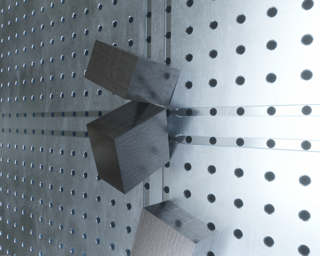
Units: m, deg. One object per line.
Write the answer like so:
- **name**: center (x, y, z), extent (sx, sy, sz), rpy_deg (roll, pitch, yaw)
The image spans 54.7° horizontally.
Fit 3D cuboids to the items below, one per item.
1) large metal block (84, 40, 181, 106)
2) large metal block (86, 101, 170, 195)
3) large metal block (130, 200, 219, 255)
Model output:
- **large metal block**: center (-0.035, -0.070, 0.399), extent (0.080, 0.081, 0.050), rpy_deg (30, 106, 36)
- **large metal block**: center (-0.036, 0.020, 0.383), extent (0.050, 0.081, 0.079), rpy_deg (24, 132, 37)
- **large metal block**: center (0.014, 0.147, 0.379), extent (0.080, 0.050, 0.079), rpy_deg (24, 105, 37)
